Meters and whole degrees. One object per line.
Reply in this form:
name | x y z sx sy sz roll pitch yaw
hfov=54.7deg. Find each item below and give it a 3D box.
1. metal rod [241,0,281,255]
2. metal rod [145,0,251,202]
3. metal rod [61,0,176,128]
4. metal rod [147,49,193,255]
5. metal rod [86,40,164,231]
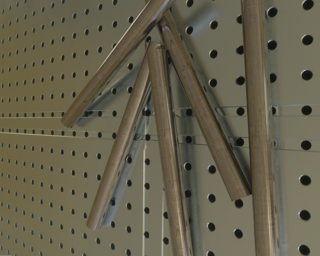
metal rod | 0.104 -0.006 0.322 0.025 0.025 0.298 -4 87 39
metal rod | 0.037 -0.058 0.377 0.025 0.025 0.299 -33 70 35
metal rod | -0.072 -0.087 0.445 0.299 0.025 0.025 -41 65 39
metal rod | 0.015 0.052 0.384 0.025 0.025 0.298 -9 88 39
metal rod | -0.054 0.022 0.451 0.025 0.025 0.298 33 110 35
